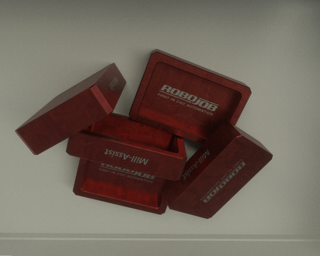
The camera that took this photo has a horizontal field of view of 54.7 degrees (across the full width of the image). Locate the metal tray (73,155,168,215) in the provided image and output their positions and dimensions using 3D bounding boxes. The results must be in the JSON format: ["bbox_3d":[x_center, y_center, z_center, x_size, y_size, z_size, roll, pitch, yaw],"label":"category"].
[{"bbox_3d":[-0.045,0.062,0.428,0.131,0.030,0.089,15,109,-6],"label":"metal tray"}]

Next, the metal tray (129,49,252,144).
[{"bbox_3d":[0.036,-0.035,0.395,0.131,0.030,0.089,20,109,-8],"label":"metal tray"}]

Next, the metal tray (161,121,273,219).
[{"bbox_3d":[0.075,0.061,0.409,0.090,0.030,0.130,27,110,-40],"label":"metal tray"}]

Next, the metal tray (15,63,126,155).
[{"bbox_3d":[-0.089,-0.028,0.341,0.090,0.130,0.030,-28,108,10],"label":"metal tray"}]

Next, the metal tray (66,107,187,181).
[{"bbox_3d":[-0.037,0.016,0.379,0.131,0.090,0.030,15,109,-6],"label":"metal tray"}]
